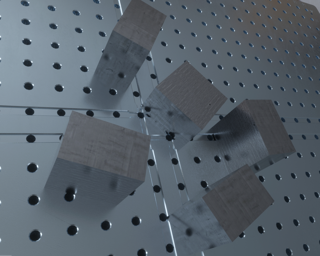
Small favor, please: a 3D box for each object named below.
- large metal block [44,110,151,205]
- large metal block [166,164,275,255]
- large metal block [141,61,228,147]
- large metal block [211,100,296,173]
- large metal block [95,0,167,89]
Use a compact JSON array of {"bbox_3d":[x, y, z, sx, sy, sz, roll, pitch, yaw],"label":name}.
[{"bbox_3d":[-0.065,0.035,0.318,0.081,0.080,0.050,19,54,-18],"label":"large metal block"},{"bbox_3d":[0.067,0.093,0.354,0.081,0.080,0.050,-26,76,-37],"label":"large metal block"},{"bbox_3d":[0.035,-0.035,0.434,0.080,0.050,0.080,43,51,1],"label":"large metal block"},{"bbox_3d":[0.127,0.015,0.434,0.050,0.080,0.080,-3,63,-30],"label":"large metal block"},{"bbox_3d":[-0.040,-0.115,0.423,0.050,0.080,0.080,28,52,-11],"label":"large metal block"}]
